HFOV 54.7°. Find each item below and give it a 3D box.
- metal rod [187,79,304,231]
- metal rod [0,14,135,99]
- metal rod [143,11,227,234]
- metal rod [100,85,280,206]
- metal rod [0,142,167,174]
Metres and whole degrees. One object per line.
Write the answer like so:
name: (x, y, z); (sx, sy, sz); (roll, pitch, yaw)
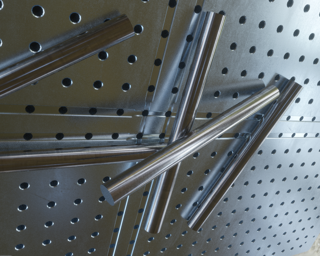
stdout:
metal rod: (0.137, 0.053, 0.521); (0.025, 0.025, 0.299); (23, 106, -37)
metal rod: (-0.163, -0.038, 0.298); (0.302, 0.025, 0.025); (-28, 128, -11)
metal rod: (0.028, 0.004, 0.404); (0.025, 0.025, 0.298); (7, 107, -32)
metal rod: (0.059, 0.007, 0.397); (0.302, 0.025, 0.025); (-29, 130, -31)
metal rod: (-0.121, 0.036, 0.367); (0.303, 0.025, 0.025); (-2, 119, -28)
